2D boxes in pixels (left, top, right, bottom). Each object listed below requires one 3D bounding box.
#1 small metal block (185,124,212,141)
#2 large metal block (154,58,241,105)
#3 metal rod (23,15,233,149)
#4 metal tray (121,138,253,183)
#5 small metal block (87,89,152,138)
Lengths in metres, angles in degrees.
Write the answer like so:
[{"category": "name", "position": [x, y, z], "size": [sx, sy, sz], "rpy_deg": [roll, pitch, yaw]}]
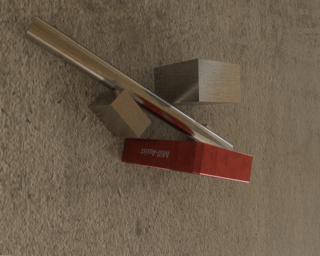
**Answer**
[{"category": "small metal block", "position": [0.063, 0.029, 0.462], "size": [0.050, 0.025, 0.050], "rpy_deg": [49, 61, -29]}, {"category": "large metal block", "position": [0.049, -0.057, 0.412], "size": [0.081, 0.080, 0.050], "rpy_deg": [-3, 92, -40]}, {"category": "metal rod", "position": [-0.015, -0.033, 0.378], "size": [0.301, 0.025, 0.025], "rpy_deg": [31, 71, -31]}, {"category": "metal tray", "position": [0.028, 0.036, 0.363], "size": [0.091, 0.130, 0.030], "rpy_deg": [16, 80, -39]}, {"category": "small metal block", "position": [-0.046, -0.016, 0.352], "size": [0.050, 0.050, 0.025], "rpy_deg": [52, 59, -28]}]
